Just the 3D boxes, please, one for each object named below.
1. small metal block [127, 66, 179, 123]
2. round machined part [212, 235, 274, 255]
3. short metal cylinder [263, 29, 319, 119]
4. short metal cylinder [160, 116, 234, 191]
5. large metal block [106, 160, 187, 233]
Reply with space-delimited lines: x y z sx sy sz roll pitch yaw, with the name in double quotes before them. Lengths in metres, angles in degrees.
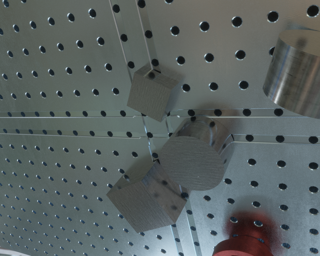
"small metal block" -0.010 -0.043 0.390 0.050 0.025 0.050 27 128 11
"round machined part" 0.127 0.199 0.456 0.098 0.042 0.097 13 124 21
"short metal cylinder" 0.138 -0.049 0.272 0.080 0.080 0.050 19 126 17
"short metal cylinder" 0.048 0.032 0.390 0.080 0.050 0.079 13 125 20
"large metal block" -0.020 0.106 0.471 0.080 0.050 0.080 -28 103 37
